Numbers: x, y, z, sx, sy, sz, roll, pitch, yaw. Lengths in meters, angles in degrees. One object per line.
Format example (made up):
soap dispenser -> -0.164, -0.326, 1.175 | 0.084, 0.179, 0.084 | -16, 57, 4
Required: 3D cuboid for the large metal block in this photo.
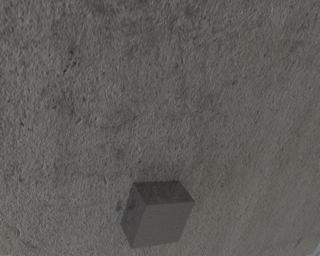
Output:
large metal block -> -0.005, 0.128, 0.466 | 0.081, 0.050, 0.079 | 4, 117, -30
